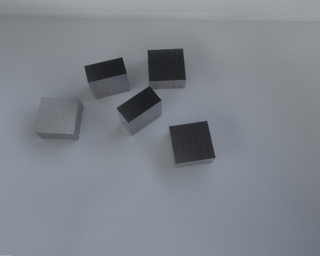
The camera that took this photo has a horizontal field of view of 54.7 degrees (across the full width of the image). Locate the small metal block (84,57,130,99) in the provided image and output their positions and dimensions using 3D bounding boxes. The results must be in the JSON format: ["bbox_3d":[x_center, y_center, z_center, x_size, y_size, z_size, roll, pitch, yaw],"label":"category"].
[{"bbox_3d":[-0.070,-0.066,0.420,0.050,0.050,0.025,-15,71,-5],"label":"small metal block"}]

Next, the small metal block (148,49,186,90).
[{"bbox_3d":[0.009,-0.084,0.440,0.050,0.025,0.050,-3,70,-1],"label":"small metal block"}]

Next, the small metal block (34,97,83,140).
[{"bbox_3d":[-0.133,-0.013,0.413,0.050,0.025,0.050,3,70,1],"label":"small metal block"}]

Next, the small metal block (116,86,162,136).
[{"bbox_3d":[-0.026,-0.021,0.404,0.050,0.050,0.025,-36,74,-12],"label":"small metal block"}]

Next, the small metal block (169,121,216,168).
[{"bbox_3d":[0.040,0.022,0.402,0.050,0.025,0.050,-8,70,-3],"label":"small metal block"}]
